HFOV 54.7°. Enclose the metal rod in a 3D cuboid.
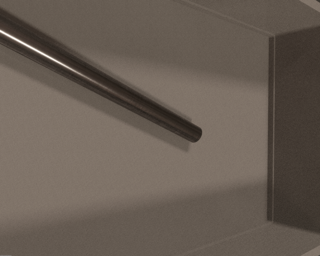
[{"bbox_3d":[-0.055,-0.045,0.361,0.301,0.025,0.025,27,73,-37],"label":"metal rod"}]
